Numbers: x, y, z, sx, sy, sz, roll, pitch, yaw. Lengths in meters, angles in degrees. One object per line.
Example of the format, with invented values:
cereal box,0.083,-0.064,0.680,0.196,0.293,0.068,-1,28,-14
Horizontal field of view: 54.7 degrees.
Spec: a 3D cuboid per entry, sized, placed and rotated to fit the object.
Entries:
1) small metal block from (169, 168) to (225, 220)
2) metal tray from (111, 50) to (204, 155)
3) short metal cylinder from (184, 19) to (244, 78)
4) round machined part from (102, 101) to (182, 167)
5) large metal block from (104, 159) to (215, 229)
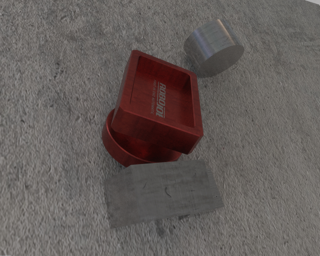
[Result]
small metal block,0.043,0.080,0.378,0.050,0.025,0.050,-4,64,-30
metal tray,-0.001,-0.035,0.360,0.091,0.030,0.130,19,38,-13
short metal cylinder,0.085,-0.124,0.489,0.081,0.080,0.050,-14,69,-34
round machined part,-0.015,0.003,0.366,0.099,0.042,0.098,18,38,-14
large metal block,-0.004,0.069,0.320,0.081,0.080,0.050,-1,71,-29
